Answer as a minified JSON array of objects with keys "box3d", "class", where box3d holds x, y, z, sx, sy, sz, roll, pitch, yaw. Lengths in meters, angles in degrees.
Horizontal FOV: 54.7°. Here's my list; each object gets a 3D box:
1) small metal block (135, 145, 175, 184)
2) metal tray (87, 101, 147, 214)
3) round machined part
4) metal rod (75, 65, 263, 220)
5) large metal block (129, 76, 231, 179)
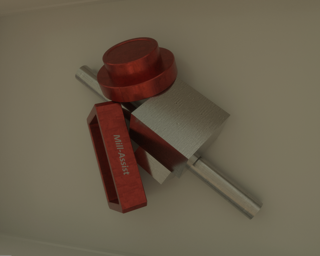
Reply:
[{"box3d":[-0.002,0.042,0.395,0.050,0.050,0.025,40,103,15],"class":"small metal block"},{"box3d":[-0.059,0.038,0.396,0.030,0.090,0.129,-13,84,-22],"class":"metal tray"},{"box3d":[-0.031,-0.077,0.378,0.098,0.098,0.042,-2,130,19],"class":"round machined part"},{"box3d":[0.001,0.010,0.408,0.300,0.025,0.025,38,102,15],"class":"metal rod"},{"box3d":[0.021,-0.002,0.366,0.080,0.050,0.080,39,59,15],"class":"large metal block"}]
